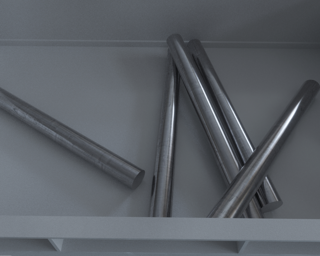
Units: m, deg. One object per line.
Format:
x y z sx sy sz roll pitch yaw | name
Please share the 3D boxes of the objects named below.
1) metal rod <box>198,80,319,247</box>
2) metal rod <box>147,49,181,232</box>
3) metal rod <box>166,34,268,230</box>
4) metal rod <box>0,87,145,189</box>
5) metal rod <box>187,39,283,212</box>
0.134 0.017 0.363 0.025 0.025 0.302 30 48 23 | metal rod
0.012 -0.012 0.414 0.025 0.025 0.300 4 50 3 | metal rod
0.061 -0.018 0.402 0.025 0.025 0.299 -12 56 -10 | metal rod
-0.150 -0.005 0.407 0.300 0.025 0.025 27 55 21 | metal rod
0.089 -0.027 0.428 0.025 0.025 0.300 -9 51 -8 | metal rod
